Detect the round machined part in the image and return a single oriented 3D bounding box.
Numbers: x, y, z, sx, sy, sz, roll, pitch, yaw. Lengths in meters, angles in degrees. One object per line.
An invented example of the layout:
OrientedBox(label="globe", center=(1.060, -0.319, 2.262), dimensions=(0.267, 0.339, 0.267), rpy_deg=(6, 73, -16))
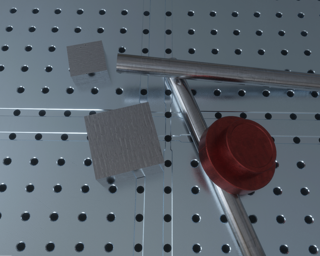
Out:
OrientedBox(label="round machined part", center=(0.100, 0.028, 0.377), dimensions=(0.099, 0.042, 0.098), rpy_deg=(10, 61, -18))

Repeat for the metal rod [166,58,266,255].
OrientedBox(label="metal rod", center=(0.065, 0.038, 0.398), dimensions=(0.025, 0.025, 0.299), rpy_deg=(-19, 71, -7))

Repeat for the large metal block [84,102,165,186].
OrientedBox(label="large metal block", center=(-0.044, 0.021, 0.390), dimensions=(0.081, 0.050, 0.080), rpy_deg=(-13, 71, -5))

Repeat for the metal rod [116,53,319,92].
OrientedBox(label="metal rod", center=(0.094, -0.073, 0.420), dimensions=(0.302, 0.025, 0.025), rpy_deg=(4, 70, -6))

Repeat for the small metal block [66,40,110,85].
OrientedBox(label="small metal block", center=(-0.103, -0.094, 0.445), dimensions=(0.050, 0.025, 0.050), rpy_deg=(-11, 71, -5))
